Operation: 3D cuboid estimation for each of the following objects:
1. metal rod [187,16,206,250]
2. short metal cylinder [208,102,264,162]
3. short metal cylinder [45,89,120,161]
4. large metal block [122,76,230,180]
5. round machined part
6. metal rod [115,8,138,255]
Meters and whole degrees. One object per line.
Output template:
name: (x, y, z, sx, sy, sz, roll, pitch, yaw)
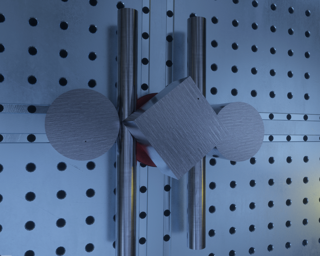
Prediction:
metal rod: (0.048, 0.007, 0.408, 0.025, 0.025, 0.298, 0, 90, -20)
short metal cylinder: (0.097, 0.005, 0.434, 0.081, 0.050, 0.080, 0, 90, -20)
short metal cylinder: (-0.093, -0.004, 0.365, 0.081, 0.050, 0.080, 0, 90, -20)
large metal block: (0.017, -0.001, 0.355, 0.080, 0.050, 0.080, -40, 103, -16)
round machined part: (-0.001, 0.003, 0.404, 0.099, 0.042, 0.097, 0, 90, -20)
metal rod: (-0.040, 0.008, 0.375, 0.025, 0.025, 0.298, 1, 90, -20)
